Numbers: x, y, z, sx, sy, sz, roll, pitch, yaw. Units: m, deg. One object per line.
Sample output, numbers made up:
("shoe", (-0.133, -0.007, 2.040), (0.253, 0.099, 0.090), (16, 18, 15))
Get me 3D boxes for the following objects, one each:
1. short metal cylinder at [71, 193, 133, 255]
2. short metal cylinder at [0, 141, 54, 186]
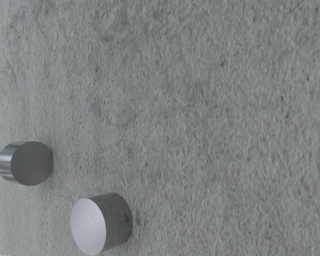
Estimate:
("short metal cylinder", (-0.087, 0.140, 0.458), (0.080, 0.050, 0.079), (0, 90, 39))
("short metal cylinder", (-0.246, 0.064, 0.568), (0.050, 0.081, 0.079), (-2, 89, 40))
